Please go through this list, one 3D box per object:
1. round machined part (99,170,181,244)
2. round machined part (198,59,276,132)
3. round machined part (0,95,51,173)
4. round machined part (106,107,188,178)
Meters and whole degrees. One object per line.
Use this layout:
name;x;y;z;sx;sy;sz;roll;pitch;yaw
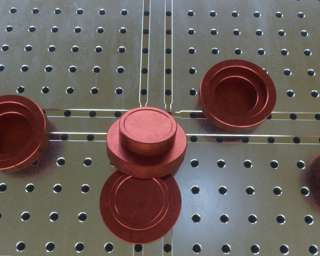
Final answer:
round machined part;-0.023;0.087;0.371;0.099;0.042;0.098;0;70;-1
round machined part;0.101;-0.040;0.419;0.099;0.042;0.098;0;70;-1
round machined part;-0.189;0.010;0.397;0.099;0.042;0.098;0;70;-1
round machined part;-0.015;0.011;0.376;0.099;0.042;0.098;4;40;-3
